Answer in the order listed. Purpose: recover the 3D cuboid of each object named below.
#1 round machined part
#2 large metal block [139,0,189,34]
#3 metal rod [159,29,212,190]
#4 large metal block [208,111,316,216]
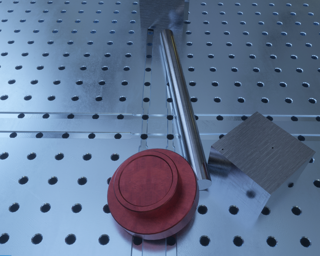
[{"bbox_3d":[-0.010,0.063,0.329,0.098,0.042,0.098,-7,54,11],"label":"round machined part"},{"bbox_3d":[0.009,-0.225,0.561,0.080,0.080,0.050,11,51,9],"label":"large metal block"},{"bbox_3d":[0.029,-0.049,0.448,0.025,0.025,0.300,-5,50,-4],"label":"metal rod"},{"bbox_3d":[0.114,0.039,0.360,0.080,0.050,0.080,-33,58,-25],"label":"large metal block"}]
